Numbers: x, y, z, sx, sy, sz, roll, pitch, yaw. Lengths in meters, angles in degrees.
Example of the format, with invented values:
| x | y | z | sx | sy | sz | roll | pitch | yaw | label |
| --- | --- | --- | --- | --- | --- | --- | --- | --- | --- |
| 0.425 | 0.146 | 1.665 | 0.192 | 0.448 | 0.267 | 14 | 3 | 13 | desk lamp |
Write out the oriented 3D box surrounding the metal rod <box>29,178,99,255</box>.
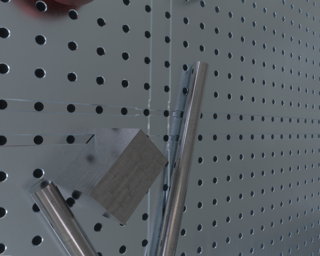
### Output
| x | y | z | sx | sy | sz | roll | pitch | yaw | label |
| --- | --- | --- | --- | --- | --- | --- | --- | --- | --- |
| -0.062 | 0.187 | 0.357 | 0.025 | 0.025 | 0.299 | -37 | 113 | -34 | metal rod |

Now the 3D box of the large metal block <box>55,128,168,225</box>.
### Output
| x | y | z | sx | sy | sz | roll | pitch | yaw | label |
| --- | --- | --- | --- | --- | --- | --- | --- | --- | --- |
| -0.052 | 0.046 | 0.330 | 0.050 | 0.080 | 0.080 | 51 | 60 | -28 | large metal block |

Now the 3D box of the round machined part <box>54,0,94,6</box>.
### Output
| x | y | z | sx | sy | sz | roll | pitch | yaw | label |
| --- | --- | --- | --- | --- | --- | --- | --- | --- | --- |
| -0.098 | -0.175 | 0.316 | 0.099 | 0.042 | 0.097 | 0 | 90 | -40 | round machined part |

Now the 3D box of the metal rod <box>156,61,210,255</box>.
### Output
| x | y | z | sx | sy | sz | roll | pitch | yaw | label |
| --- | --- | --- | --- | --- | --- | --- | --- | --- | --- |
| 0.032 | 0.051 | 0.436 | 0.025 | 0.025 | 0.299 | 19 | 78 | -39 | metal rod |
